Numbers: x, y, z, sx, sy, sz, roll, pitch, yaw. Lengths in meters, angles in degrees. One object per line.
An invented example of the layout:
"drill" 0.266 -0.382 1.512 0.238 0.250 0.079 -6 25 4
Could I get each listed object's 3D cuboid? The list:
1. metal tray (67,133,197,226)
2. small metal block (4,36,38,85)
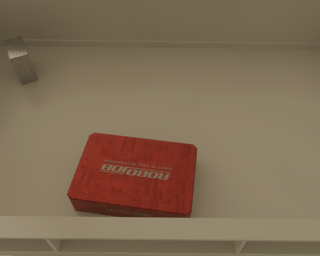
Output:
"metal tray" -0.027 0.055 0.355 0.131 0.030 0.090 7 50 5
"small metal block" -0.211 -0.103 0.472 0.025 0.050 0.050 -21 53 -17
